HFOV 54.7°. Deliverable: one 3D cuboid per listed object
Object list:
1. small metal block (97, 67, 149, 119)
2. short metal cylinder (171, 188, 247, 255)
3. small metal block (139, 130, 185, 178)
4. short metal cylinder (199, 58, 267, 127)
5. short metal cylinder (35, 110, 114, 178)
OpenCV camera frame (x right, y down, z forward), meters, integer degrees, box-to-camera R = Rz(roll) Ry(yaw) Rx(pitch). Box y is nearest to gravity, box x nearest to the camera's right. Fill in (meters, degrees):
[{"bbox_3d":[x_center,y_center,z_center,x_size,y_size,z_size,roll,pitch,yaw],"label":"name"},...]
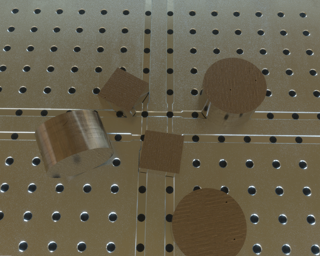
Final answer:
[{"bbox_3d":[-0.050,-0.048,0.429,0.050,0.025,0.050,29,72,10],"label":"small metal block"},{"bbox_3d":[0.053,0.113,0.357,0.081,0.050,0.080,0,70,0],"label":"short metal cylinder"},{"bbox_3d":[0.003,0.033,0.399,0.050,0.025,0.050,8,70,3],"label":"small metal block"},{"bbox_3d":[0.095,-0.046,0.416,0.081,0.050,0.080,0,70,0],"label":"short metal cylinder"},{"bbox_3d":[-0.103,0.020,0.374,0.080,0.080,0.050,-22,72,-8],"label":"short metal cylinder"}]
